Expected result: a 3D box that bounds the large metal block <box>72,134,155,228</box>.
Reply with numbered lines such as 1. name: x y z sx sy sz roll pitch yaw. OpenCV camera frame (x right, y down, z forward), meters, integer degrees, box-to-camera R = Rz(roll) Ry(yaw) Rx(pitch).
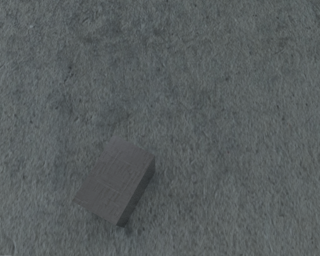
1. large metal block: -0.047 0.064 0.355 0.050 0.080 0.080 27 72 9
